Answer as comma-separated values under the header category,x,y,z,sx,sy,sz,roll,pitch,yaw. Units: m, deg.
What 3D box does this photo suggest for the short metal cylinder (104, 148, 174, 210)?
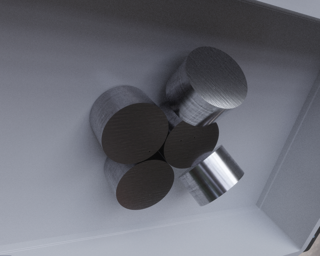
category,x,y,z,sx,sy,sz,roll,pitch,yaw
short metal cylinder,-0.028,0.062,0.414,0.081,0.050,0.079,-14,125,-21

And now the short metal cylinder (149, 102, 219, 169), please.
category,x,y,z,sx,sy,sz,roll,pitch,yaw
short metal cylinder,0.031,0.007,0.413,0.081,0.050,0.079,-14,125,-21

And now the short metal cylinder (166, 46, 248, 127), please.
category,x,y,z,sx,sy,sz,roll,pitch,yaw
short metal cylinder,0.054,-0.048,0.363,0.081,0.080,0.050,-3,158,-27

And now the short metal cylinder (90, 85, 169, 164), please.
category,x,y,z,sx,sy,sz,roll,pitch,yaw
short metal cylinder,-0.037,-0.004,0.368,0.081,0.050,0.079,-14,125,-21

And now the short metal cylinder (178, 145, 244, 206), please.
category,x,y,z,sx,sy,sz,roll,pitch,yaw
short metal cylinder,0.074,0.068,0.448,0.080,0.050,0.080,-37,174,-4
